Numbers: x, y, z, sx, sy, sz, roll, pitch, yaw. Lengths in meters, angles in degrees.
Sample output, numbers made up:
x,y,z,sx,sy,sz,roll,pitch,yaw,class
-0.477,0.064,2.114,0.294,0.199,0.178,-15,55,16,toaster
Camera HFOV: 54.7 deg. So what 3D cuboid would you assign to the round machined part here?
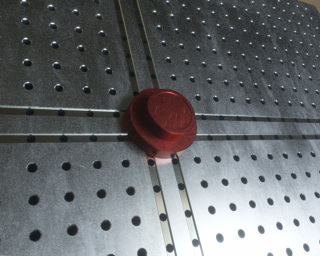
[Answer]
x,y,z,sx,sy,sz,roll,pitch,yaw,class
0.007,-0.013,0.410,0.099,0.042,0.098,14,56,-21,round machined part
